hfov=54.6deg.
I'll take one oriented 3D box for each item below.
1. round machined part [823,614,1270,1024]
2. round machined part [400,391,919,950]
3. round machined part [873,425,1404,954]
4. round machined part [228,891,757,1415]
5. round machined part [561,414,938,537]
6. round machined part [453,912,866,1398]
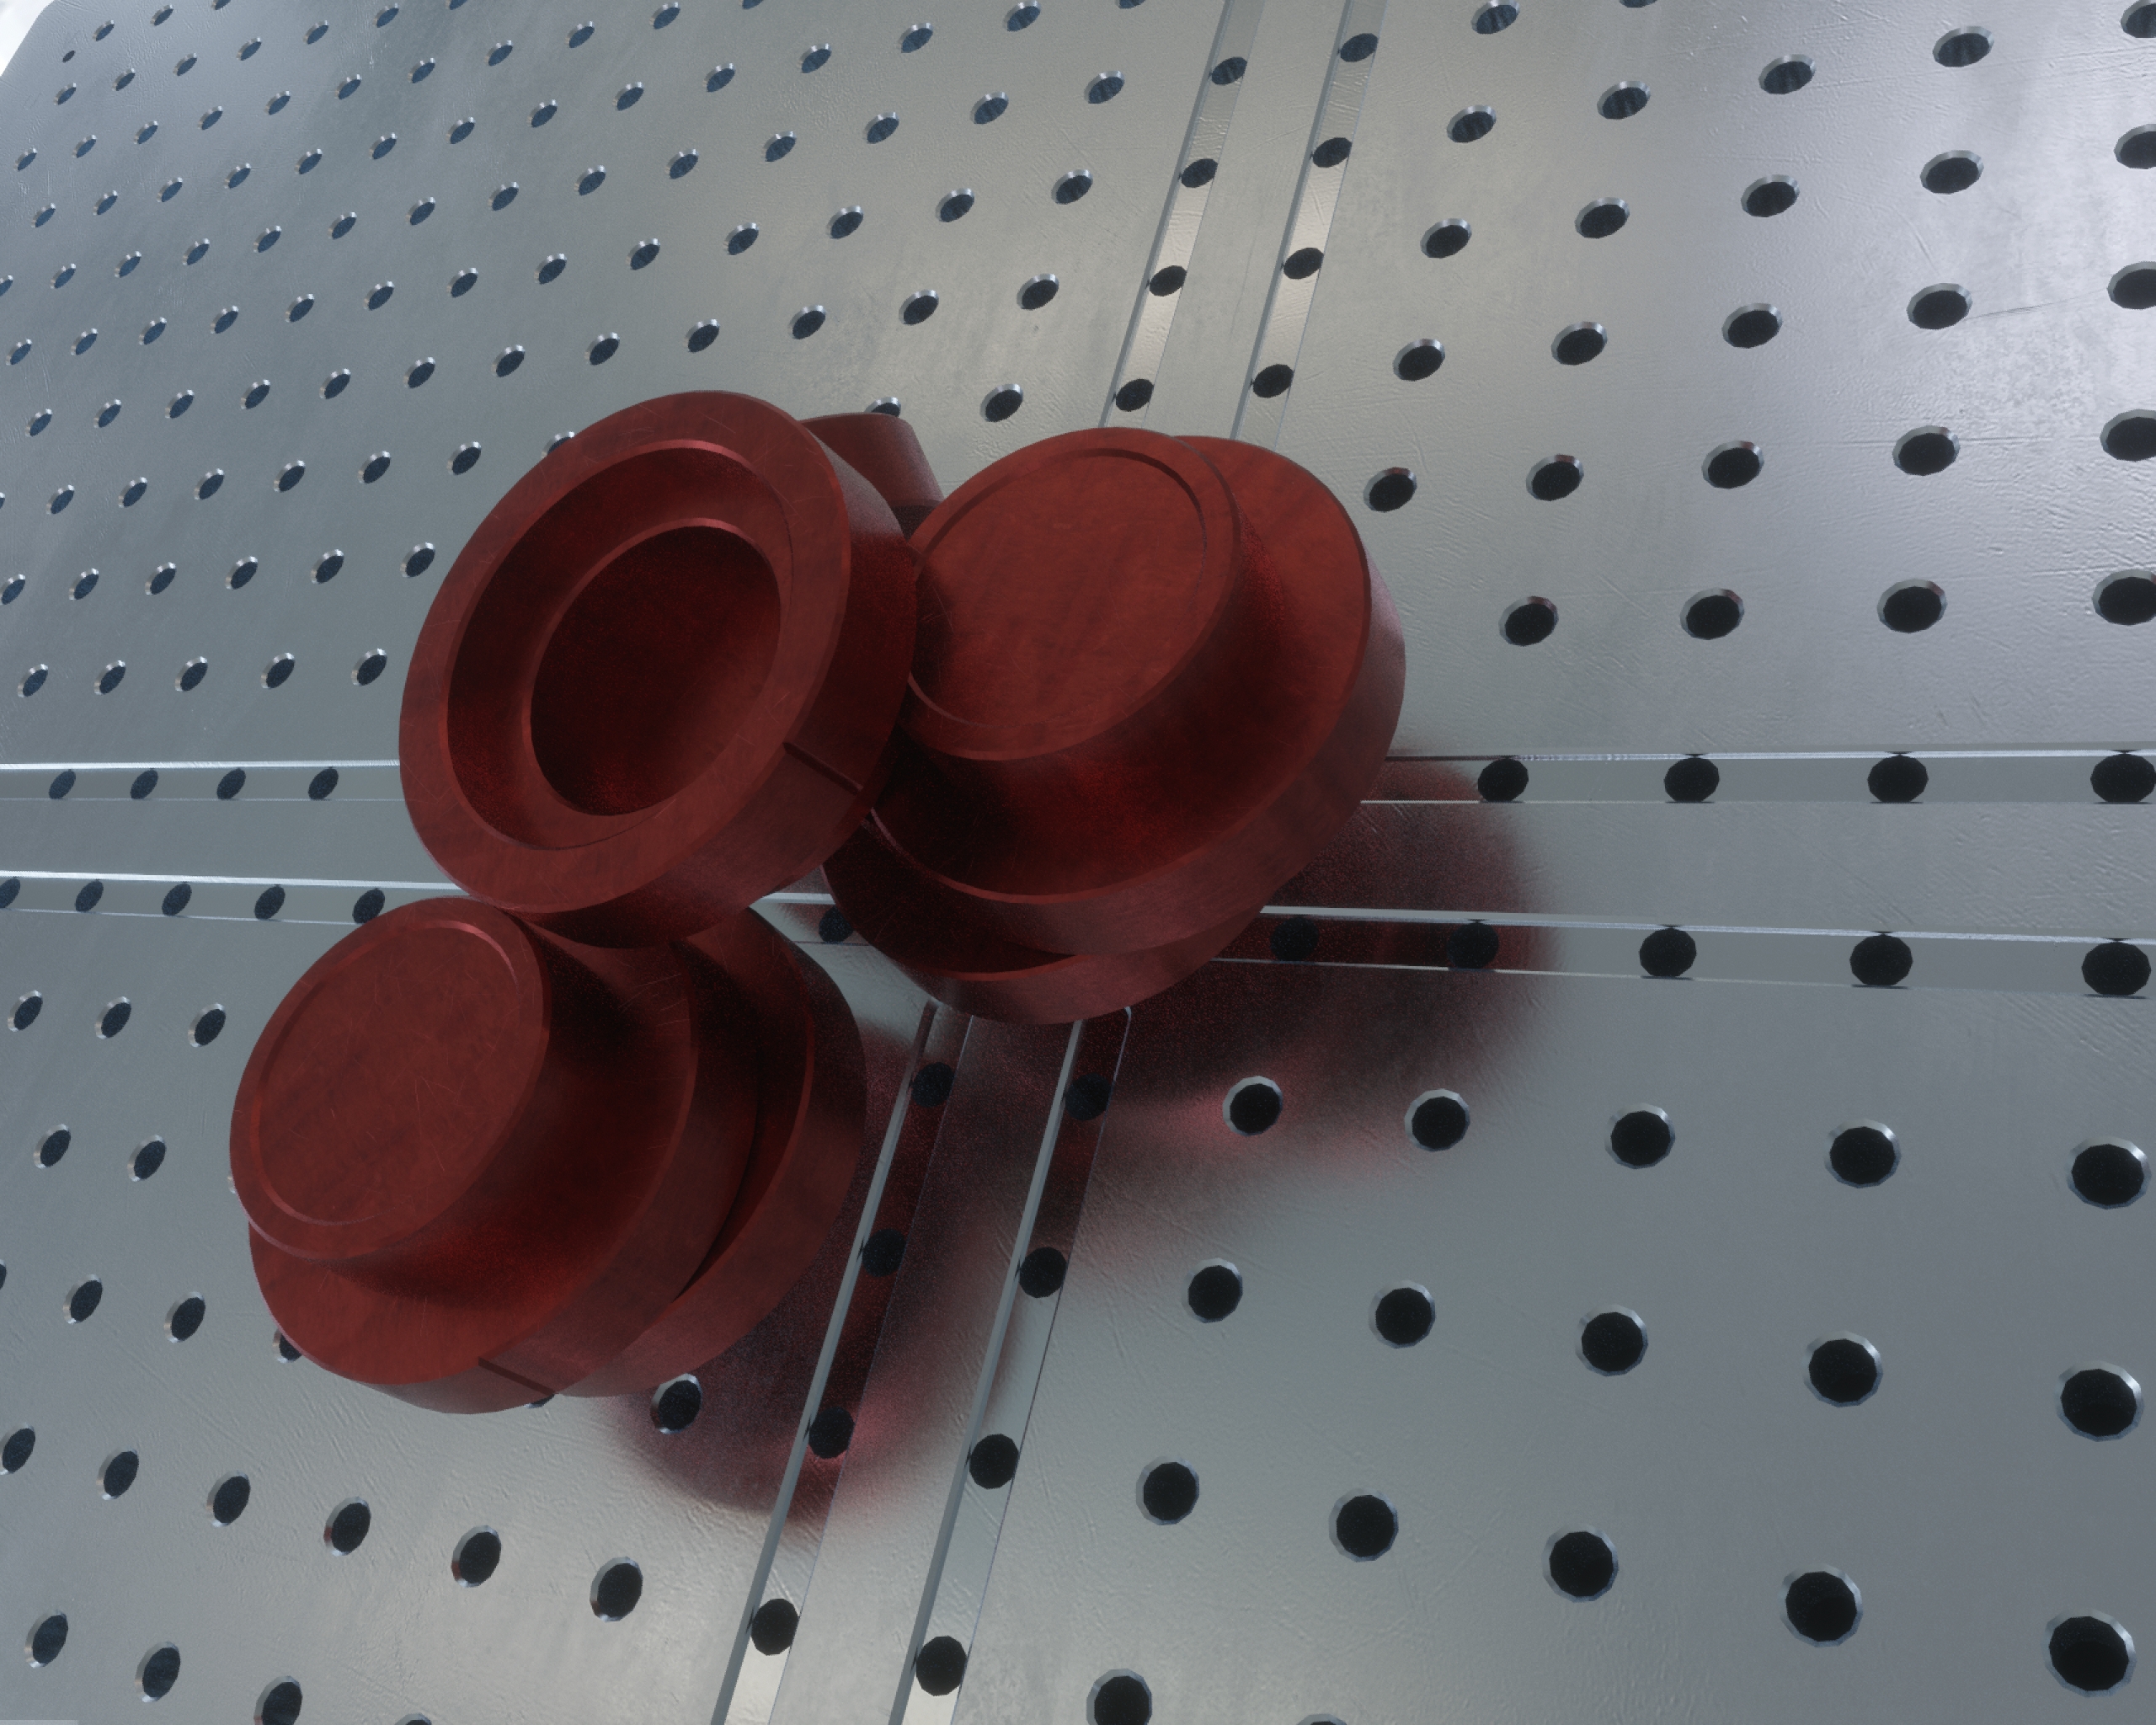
[{"bbox_3d":[-0.007,-0.023,0.389,0.098,0.042,0.098,-13,56,21],"label":"round machined part"},{"bbox_3d":[-0.069,-0.031,0.371,0.098,0.042,0.098,-12,64,27],"label":"round machined part"},{"bbox_3d":[0.003,-0.037,0.364,0.098,0.042,0.098,-13,55,20],"label":"round machined part"},{"bbox_3d":[-0.111,0.045,0.374,0.098,0.042,0.098,-13,56,21],"label":"round machined part"},{"bbox_3d":[-0.072,-0.054,0.445,0.098,0.098,0.042,-25,88,13],"label":"round machined part"},{"bbox_3d":[-0.093,0.047,0.392,0.098,0.042,0.098,-13,56,21],"label":"round machined part"}]
